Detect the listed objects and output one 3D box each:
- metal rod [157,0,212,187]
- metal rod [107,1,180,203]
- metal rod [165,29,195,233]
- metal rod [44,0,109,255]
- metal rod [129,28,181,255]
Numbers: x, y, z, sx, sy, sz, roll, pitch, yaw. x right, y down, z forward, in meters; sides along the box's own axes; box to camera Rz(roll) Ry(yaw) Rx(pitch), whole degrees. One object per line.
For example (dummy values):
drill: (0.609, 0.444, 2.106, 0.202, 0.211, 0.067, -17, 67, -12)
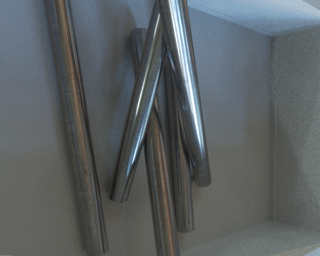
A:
metal rod: (0.036, -0.021, 0.355, 0.025, 0.025, 0.299, -50, 145, -28)
metal rod: (-0.011, -0.054, 0.318, 0.025, 0.025, 0.298, -1, 116, -40)
metal rod: (0.025, -0.005, 0.427, 0.025, 0.025, 0.298, -7, 95, -40)
metal rod: (-0.089, -0.009, 0.331, 0.025, 0.025, 0.298, -13, 98, -39)
metal rod: (-0.006, 0.026, 0.354, 0.025, 0.025, 0.299, 3, 74, -40)
